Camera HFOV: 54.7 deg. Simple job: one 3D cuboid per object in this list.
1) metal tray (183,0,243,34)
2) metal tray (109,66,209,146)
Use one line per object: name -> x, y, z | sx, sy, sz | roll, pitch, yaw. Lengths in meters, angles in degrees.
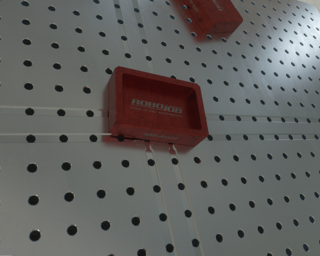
metal tray -> 0.095, -0.248, 0.610 | 0.091, 0.030, 0.130 | -16, 70, -35
metal tray -> -0.002, -0.028, 0.422 | 0.131, 0.030, 0.090 | 9, 58, -24
